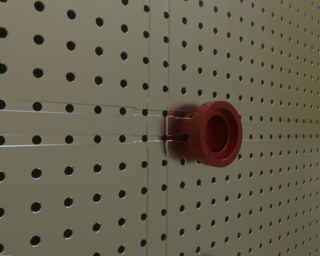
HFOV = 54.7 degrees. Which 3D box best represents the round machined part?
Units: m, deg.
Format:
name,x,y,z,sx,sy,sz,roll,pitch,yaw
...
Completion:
name,x,y,z,sx,sy,sz,roll,pitch,yaw
round machined part,0.078,0.009,0.466,0.099,0.042,0.097,0,90,-40
